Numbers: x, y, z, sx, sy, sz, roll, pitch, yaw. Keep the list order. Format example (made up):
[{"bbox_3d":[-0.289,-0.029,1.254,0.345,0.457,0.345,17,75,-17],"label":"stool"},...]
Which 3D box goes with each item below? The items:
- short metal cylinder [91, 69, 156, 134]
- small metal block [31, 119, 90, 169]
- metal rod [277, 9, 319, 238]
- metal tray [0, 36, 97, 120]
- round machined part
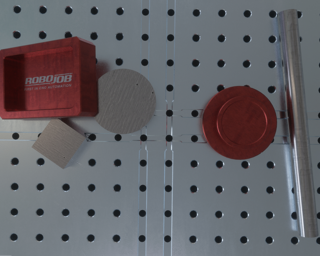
[{"bbox_3d":[-0.045,-0.032,0.401,0.081,0.050,0.079,0,90,0],"label":"short metal cylinder"},{"bbox_3d":[-0.131,0.019,0.412,0.050,0.025,0.050,35,90,0],"label":"small metal block"},{"bbox_3d":[0.184,-0.006,0.414,0.025,0.025,0.298,-6,90,0],"label":"metal rod"},{"bbox_3d":[-0.141,-0.057,0.383,0.130,0.030,0.089,-1,90,24],"label":"metal tray"},{"bbox_3d":[0.105,-0.007,0.406,0.099,0.042,0.097,0,90,0],"label":"round machined part"}]
